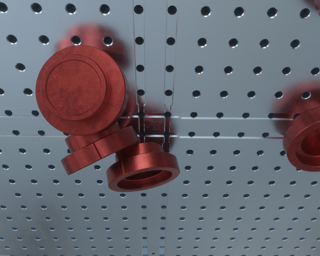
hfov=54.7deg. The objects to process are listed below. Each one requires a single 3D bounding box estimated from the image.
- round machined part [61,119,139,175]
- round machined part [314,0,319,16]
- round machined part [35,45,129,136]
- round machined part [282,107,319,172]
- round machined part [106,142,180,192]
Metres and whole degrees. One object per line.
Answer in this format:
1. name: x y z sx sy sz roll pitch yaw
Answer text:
1. round machined part: -0.079 0.018 0.391 0.098 0.098 0.042 -27 89 20
2. round machined part: 0.193 -0.138 0.286 0.099 0.042 0.097 -1 130 0
3. round machined part: -0.086 -0.040 0.330 0.099 0.042 0.097 0 89 3
4. round machined part: 0.214 0.011 0.413 0.099 0.042 0.097 -1 130 0
5. round machined part: -0.025 0.053 0.429 0.099 0.042 0.098 -11 155 -5
